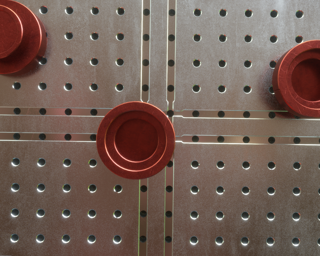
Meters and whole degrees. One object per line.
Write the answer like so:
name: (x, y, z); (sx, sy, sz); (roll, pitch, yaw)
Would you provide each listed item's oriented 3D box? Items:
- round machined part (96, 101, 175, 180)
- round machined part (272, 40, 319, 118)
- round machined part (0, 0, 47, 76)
round machined part: (-0.030, 0.015, 0.405); (0.099, 0.042, 0.097); (0, 90, 0)
round machined part: (0.195, -0.061, 0.406); (0.099, 0.042, 0.097); (0, 90, 0)
round machined part: (-0.204, -0.120, 0.404); (0.099, 0.042, 0.097); (0, 90, 0)
